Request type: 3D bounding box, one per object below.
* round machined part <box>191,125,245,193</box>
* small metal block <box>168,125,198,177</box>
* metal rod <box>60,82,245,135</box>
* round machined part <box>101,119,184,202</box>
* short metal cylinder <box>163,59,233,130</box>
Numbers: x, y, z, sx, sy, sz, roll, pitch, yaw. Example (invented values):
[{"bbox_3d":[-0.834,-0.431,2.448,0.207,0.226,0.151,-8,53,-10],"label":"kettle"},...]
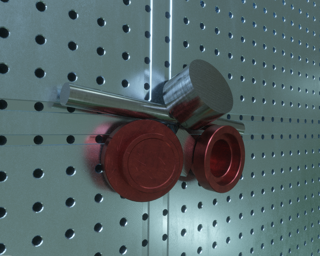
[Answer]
[{"bbox_3d":[0.081,0.044,0.459,0.099,0.042,0.097,-3,95,-43],"label":"round machined part"},{"bbox_3d":[0.024,0.031,0.424,0.050,0.025,0.050,44,64,-31],"label":"small metal block"},{"bbox_3d":[0.016,-0.017,0.418,0.302,0.025,0.025,9,84,-40],"label":"metal rod"},{"bbox_3d":[-0.016,0.039,0.363,0.099,0.042,0.097,0,91,-22],"label":"round machined part"},{"bbox_3d":[0.051,-0.043,0.412,0.080,0.050,0.080,24,50,-31],"label":"short metal cylinder"}]
